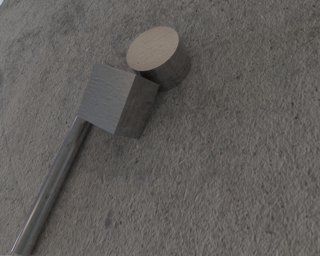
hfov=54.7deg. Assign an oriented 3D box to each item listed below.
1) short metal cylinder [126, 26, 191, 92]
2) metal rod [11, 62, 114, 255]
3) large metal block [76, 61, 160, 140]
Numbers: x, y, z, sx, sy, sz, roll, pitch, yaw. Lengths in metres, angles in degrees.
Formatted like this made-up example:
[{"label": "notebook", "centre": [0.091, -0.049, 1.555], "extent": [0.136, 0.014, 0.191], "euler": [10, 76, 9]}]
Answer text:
[{"label": "short metal cylinder", "centre": [-0.001, -0.100, 0.449], "extent": [0.080, 0.050, 0.080], "euler": [-13, 56, 20]}, {"label": "metal rod", "centre": [-0.132, 0.031, 0.454], "extent": [0.025, 0.025, 0.300], "euler": [6, 65, 31]}, {"label": "large metal block", "centre": [-0.059, -0.038, 0.426], "extent": [0.080, 0.050, 0.080], "euler": [24, 95, 36]}]
